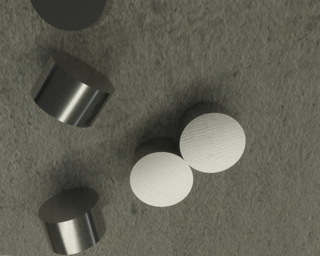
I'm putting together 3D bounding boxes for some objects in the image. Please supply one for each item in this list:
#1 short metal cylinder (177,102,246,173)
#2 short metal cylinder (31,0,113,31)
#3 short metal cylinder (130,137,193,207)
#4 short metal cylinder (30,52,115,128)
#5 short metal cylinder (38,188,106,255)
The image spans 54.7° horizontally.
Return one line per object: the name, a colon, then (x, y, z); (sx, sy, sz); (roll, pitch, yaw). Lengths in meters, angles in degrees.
short metal cylinder: (0.064, 0.011, 0.401); (0.081, 0.050, 0.079); (0, 110, -1)
short metal cylinder: (-0.095, -0.149, 0.340); (0.081, 0.050, 0.079); (0, 110, -1)
short metal cylinder: (0.002, 0.058, 0.418); (0.081, 0.050, 0.079); (0, 110, 0)
short metal cylinder: (-0.101, -0.045, 0.363); (0.080, 0.080, 0.050); (33, 107, -12)
short metal cylinder: (-0.119, 0.125, 0.425); (0.080, 0.080, 0.050); (-8, 110, 3)
